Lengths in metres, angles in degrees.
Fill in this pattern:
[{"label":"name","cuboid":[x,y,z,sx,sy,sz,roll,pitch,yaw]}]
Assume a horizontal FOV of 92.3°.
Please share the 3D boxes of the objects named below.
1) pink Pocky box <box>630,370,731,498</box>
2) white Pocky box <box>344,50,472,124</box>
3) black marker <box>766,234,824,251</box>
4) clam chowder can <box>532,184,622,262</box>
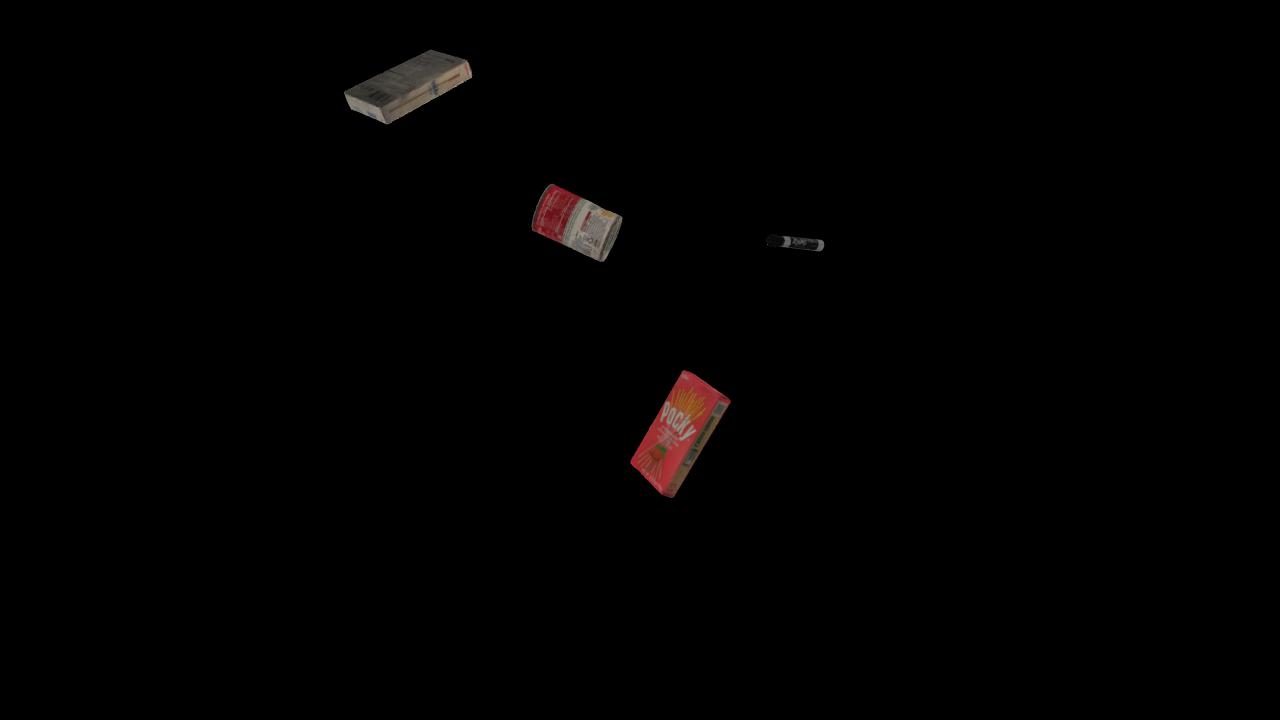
[{"label":"pink Pocky box","cuboid":[0.052,0.098,0.833,0.029,0.155,0.084,24,9,-41]},{"label":"white Pocky box","cuboid":[-0.317,-0.379,0.846,0.084,0.028,0.154,28,57,27]},{"label":"black marker","cuboid":[0.241,-0.182,0.958,0.121,0.020,0.020,-3,1,-36]},{"label":"clam chowder can","cuboid":[-0.082,-0.180,0.811,0.102,0.068,0.068,25,0,1]}]
